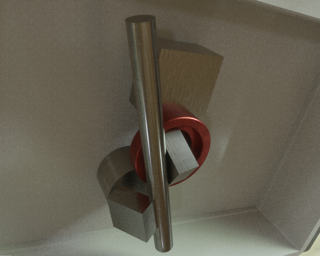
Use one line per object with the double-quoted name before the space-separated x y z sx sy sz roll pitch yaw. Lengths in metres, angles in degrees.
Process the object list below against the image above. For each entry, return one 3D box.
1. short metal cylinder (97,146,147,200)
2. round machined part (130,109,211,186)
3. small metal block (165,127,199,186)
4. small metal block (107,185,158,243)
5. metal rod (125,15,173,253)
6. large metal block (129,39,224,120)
"short metal cylinder" -0.038 0.071 0.416 0.081 0.050 0.079 -14 125 -21
"round machined part" 0.009 0.021 0.377 0.099 0.042 0.097 -14 125 -21
"small metal block" 0.015 0.034 0.359 0.025 0.050 0.050 -19 161 -22
"small metal block" -0.032 0.102 0.370 0.025 0.050 0.050 -44 139 -44
"metal rod" -0.005 0.034 0.336 0.025 0.025 0.298 -18 126 -19
"large metal block" 0.017 -0.057 0.365 0.081 0.050 0.079 0 119 -29
